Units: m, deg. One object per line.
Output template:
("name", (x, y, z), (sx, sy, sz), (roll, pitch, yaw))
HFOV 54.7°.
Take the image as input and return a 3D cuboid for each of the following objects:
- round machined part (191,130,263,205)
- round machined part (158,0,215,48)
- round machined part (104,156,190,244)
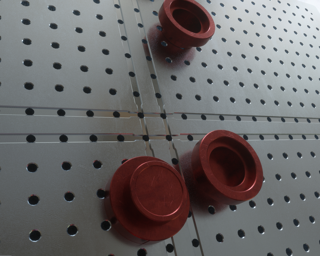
("round machined part", (0.084, 0.055, 0.411), (0.099, 0.042, 0.098), (14, 56, -21))
("round machined part", (0.041, -0.176, 0.529), (0.099, 0.042, 0.098), (14, 56, -21))
("round machined part", (-0.009, 0.076, 0.348), (0.099, 0.042, 0.098), (14, 56, -21))
